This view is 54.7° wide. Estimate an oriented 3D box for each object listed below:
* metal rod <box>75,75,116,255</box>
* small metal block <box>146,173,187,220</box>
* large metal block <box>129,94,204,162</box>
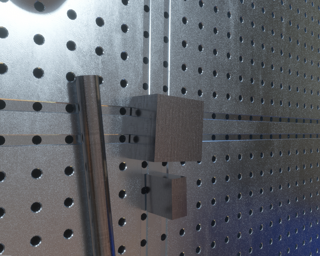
[{"bbox_3d":[-0.069,0.091,0.353,0.025,0.025,0.298,-8,95,-40],"label":"metal rod"},{"bbox_3d":[0.008,0.087,0.402,0.025,0.050,0.050,-2,91,-40],"label":"small metal block"},{"bbox_3d":[0.010,0.002,0.403,0.081,0.050,0.080,4,87,-40],"label":"large metal block"}]
